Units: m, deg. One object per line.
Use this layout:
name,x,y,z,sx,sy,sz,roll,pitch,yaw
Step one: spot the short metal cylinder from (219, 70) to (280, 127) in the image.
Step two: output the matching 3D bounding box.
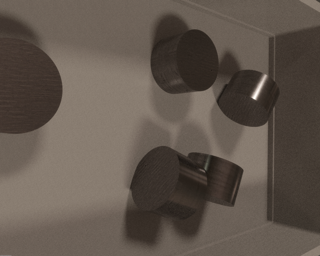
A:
short metal cylinder,0.141,-0.046,0.492,0.080,0.080,0.050,47,62,-30

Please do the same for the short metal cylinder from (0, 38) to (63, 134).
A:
short metal cylinder,-0.136,-0.035,0.277,0.081,0.050,0.079,0,90,-40

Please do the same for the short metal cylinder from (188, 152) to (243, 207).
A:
short metal cylinder,0.070,0.072,0.432,0.080,0.080,0.050,32,70,-36

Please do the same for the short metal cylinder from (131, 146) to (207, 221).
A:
short metal cylinder,0.011,0.068,0.382,0.050,0.080,0.080,31,71,-36

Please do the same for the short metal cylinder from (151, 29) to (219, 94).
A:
short metal cylinder,0.034,-0.088,0.421,0.081,0.050,0.079,0,90,-40
